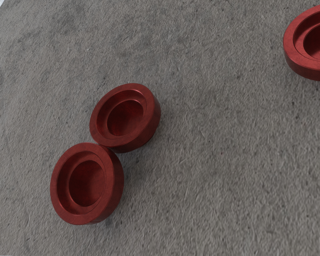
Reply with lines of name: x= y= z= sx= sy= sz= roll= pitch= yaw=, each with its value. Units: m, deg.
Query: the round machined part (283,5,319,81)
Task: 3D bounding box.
round machined part: x=0.193 y=-0.091 z=0.348 sx=0.098 sy=0.042 sz=0.098 roll=-13 pitch=56 yaw=21

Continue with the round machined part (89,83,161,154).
round machined part: x=-0.043 y=-0.009 z=0.422 sx=0.098 sy=0.042 sz=0.098 roll=-13 pitch=56 yaw=21

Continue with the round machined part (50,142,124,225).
round machined part: x=-0.085 y=0.069 z=0.386 sx=0.098 sy=0.042 sz=0.098 roll=-8 pitch=72 yaw=26
